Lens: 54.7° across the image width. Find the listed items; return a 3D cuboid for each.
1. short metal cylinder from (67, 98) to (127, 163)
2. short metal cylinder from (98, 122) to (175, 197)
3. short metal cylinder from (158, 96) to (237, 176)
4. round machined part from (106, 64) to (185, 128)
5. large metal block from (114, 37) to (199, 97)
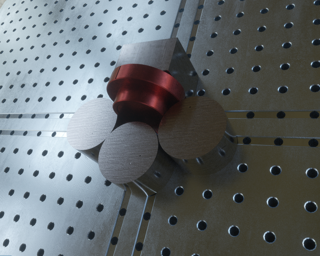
[{"bbox_3d":[-0.081,0.005,0.432,0.080,0.050,0.080,-13,56,21],"label":"short metal cylinder"},{"bbox_3d":[-0.028,0.039,0.384,0.080,0.050,0.080,-13,56,21],"label":"short metal cylinder"},{"bbox_3d":[0.045,0.010,0.363,0.080,0.050,0.080,-13,56,21],"label":"short metal cylinder"},{"bbox_3d":[-0.021,-0.034,0.391,0.098,0.098,0.042,2,62,29],"label":"round machined part"},{"bbox_3d":[-0.003,-0.071,0.417,0.080,0.080,0.050,1,62,28],"label":"large metal block"}]
